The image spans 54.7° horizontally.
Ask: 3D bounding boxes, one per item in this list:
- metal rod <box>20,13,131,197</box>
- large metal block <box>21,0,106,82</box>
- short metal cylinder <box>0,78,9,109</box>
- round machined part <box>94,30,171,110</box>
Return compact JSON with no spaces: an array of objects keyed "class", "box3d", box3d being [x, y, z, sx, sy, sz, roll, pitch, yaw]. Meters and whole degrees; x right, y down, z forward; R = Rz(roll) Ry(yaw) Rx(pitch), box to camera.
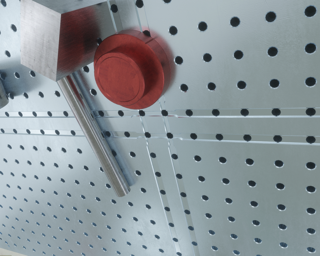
[{"class":"metal rod","box3d":[-0.115,-0.024,0.454,0.025,0.025,0.299,-10,114,32]},{"class":"large metal block","box3d":[-0.113,-0.113,0.364,0.050,0.080,0.079,28,128,10]},{"class":"short metal cylinder","box3d":[-0.291,-0.055,0.492,0.080,0.080,0.050,6,121,25]},{"class":"round machined part","box3d":[-0.040,-0.066,0.379,0.098,0.042,0.097,13,124,20]}]
